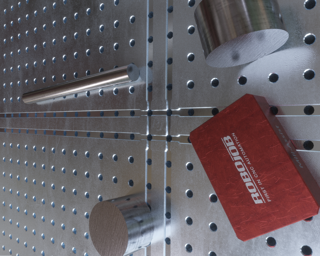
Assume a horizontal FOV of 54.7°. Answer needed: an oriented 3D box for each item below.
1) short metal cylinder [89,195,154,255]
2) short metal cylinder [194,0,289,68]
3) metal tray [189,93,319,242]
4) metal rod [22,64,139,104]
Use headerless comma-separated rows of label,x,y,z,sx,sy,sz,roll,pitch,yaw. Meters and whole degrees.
short metal cylinder,-0.055,0.139,0.439,0.080,0.050,0.080,0,90,40
short metal cylinder,0.079,-0.100,0.308,0.080,0.081,0.050,-21,77,38
metal tray,0.096,0.041,0.327,0.090,0.030,0.130,-38,67,33
metal rod,-0.153,-0.070,0.536,0.300,0.025,0.025,-4,87,40
